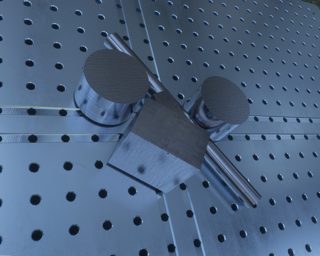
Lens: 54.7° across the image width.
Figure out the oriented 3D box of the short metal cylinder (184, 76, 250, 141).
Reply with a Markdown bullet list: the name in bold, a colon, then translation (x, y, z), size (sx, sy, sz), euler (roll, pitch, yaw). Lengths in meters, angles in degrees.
- **short metal cylinder**: translation (0.081, -0.028, 0.448), size (0.081, 0.050, 0.080), euler (14, 56, -21)

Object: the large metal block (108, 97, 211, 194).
- **large metal block**: translation (-0.002, 0.023, 0.352), size (0.080, 0.080, 0.050), euler (30, 53, -9)

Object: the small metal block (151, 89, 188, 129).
- **small metal block**: translation (0.003, -0.013, 0.396), size (0.025, 0.050, 0.050), euler (-23, 75, -36)

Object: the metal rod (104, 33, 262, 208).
- **metal rod**: translation (0.027, -0.015, 0.427), size (0.300, 0.025, 0.025), euler (49, 51, 6)

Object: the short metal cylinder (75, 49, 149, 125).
- **short metal cylinder**: translation (-0.060, -0.051, 0.386), size (0.081, 0.050, 0.080), euler (14, 56, -21)
